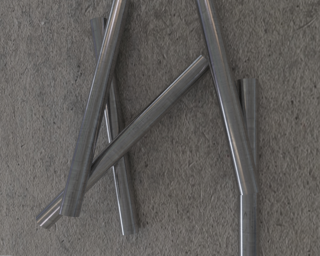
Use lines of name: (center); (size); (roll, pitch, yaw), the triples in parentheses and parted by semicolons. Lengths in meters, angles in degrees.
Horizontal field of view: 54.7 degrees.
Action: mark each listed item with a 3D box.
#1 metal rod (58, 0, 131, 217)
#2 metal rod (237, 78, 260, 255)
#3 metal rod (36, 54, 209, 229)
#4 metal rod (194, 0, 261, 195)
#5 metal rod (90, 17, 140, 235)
metal rod: (-0.081, -0.039, 0.401); (0.025, 0.025, 0.299); (8, 79, 20)
metal rod: (0.106, 0.091, 0.371); (0.025, 0.025, 0.298); (0, 90, 20)
metal rod: (-0.049, 0.021, 0.402); (0.300, 0.025, 0.025); (-44, 76, 5)
metal rod: (0.072, -0.073, 0.367); (0.025, 0.025, 0.299); (-14, 79, 19)
metal rod: (-0.064, -0.005, 0.431); (0.025, 0.025, 0.298); (-10, 87, 20)
